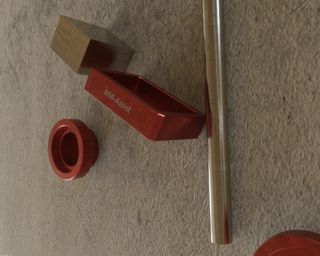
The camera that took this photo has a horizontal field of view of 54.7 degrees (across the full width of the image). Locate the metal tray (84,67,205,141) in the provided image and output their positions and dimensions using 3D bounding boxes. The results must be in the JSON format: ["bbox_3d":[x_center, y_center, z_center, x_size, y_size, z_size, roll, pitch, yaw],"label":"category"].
[{"bbox_3d":[-0.019,-0.031,0.377,0.130,0.091,0.030,36,112,34],"label":"metal tray"}]

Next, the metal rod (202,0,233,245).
[{"bbox_3d":[0.064,-0.023,0.351,0.025,0.025,0.298,-3,88,40],"label":"metal rod"}]

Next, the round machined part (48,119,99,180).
[{"bbox_3d":[-0.138,0.034,0.508,0.098,0.042,0.097,0,90,40],"label":"round machined part"}]

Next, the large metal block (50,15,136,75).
[{"bbox_3d":[-0.098,-0.115,0.450,0.080,0.081,0.050,42,116,31],"label":"large metal block"}]

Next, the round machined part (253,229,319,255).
[{"bbox_3d":[0.136,0.142,0.282,0.098,0.042,0.097,0,90,40],"label":"round machined part"}]
